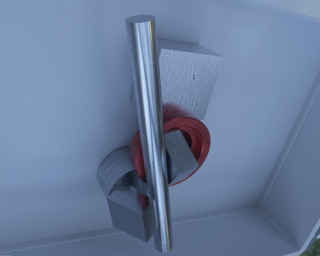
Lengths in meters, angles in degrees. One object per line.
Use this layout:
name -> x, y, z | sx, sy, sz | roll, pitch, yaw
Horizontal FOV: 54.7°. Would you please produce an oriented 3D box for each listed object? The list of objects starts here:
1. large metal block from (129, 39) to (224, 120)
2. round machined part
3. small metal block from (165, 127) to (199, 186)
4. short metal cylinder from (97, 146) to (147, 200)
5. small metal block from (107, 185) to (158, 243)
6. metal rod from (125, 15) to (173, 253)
large metal block -> 0.017, -0.057, 0.365 | 0.081, 0.050, 0.079 | 0, 119, -29
round machined part -> 0.009, 0.021, 0.377 | 0.099, 0.042, 0.097 | -14, 125, -21
small metal block -> 0.015, 0.034, 0.359 | 0.025, 0.050, 0.050 | -19, 161, -22
short metal cylinder -> -0.038, 0.071, 0.416 | 0.081, 0.050, 0.079 | -14, 125, -21
small metal block -> -0.032, 0.102, 0.370 | 0.025, 0.050, 0.050 | -44, 139, -44
metal rod -> -0.005, 0.034, 0.336 | 0.025, 0.025, 0.298 | -18, 126, -19
